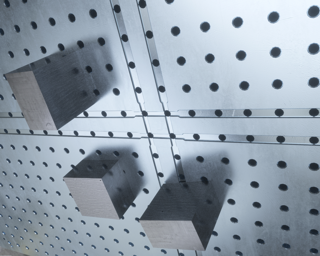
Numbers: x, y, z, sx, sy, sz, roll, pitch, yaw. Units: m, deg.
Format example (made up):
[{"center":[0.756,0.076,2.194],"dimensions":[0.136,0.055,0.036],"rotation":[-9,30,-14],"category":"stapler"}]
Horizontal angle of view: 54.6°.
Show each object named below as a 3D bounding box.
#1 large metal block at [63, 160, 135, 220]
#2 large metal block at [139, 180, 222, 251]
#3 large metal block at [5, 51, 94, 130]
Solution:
[{"center":[-0.099,0.100,0.509],"dimensions":[0.080,0.050,0.080],"rotation":[-4,117,30],"category":"large metal block"},{"center":[0.031,0.120,0.434],"dimensions":[0.080,0.080,0.050],"rotation":[-10,113,33],"category":"large metal block"},{"center":[-0.145,-0.051,0.422],"dimensions":[0.050,0.080,0.080],"rotation":[0,119,28],"category":"large metal block"}]
